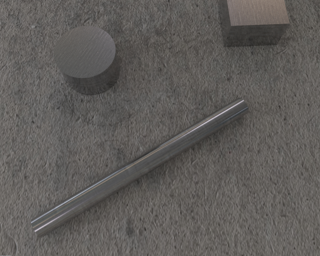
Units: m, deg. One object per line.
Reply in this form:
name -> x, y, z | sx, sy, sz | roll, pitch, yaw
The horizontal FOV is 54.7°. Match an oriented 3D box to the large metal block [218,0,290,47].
large metal block -> 0.135, -0.169, 0.458 | 0.081, 0.050, 0.080 | -3, 70, -1

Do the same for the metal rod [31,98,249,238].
metal rod -> -0.016, 0.044, 0.392 | 0.301, 0.025, 0.025 | -30, 73, -11

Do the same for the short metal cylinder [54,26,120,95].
short metal cylinder -> -0.098, -0.092, 0.428 | 0.081, 0.050, 0.080 | 0, 70, 0
